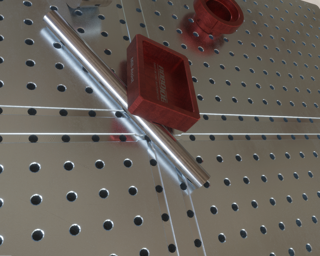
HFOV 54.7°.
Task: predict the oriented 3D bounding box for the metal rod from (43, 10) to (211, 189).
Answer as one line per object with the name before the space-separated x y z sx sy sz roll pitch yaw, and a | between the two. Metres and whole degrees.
metal rod | -0.046 -0.040 0.407 0.300 0.025 0.025 47 51 5

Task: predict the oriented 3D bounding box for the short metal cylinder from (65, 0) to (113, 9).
short metal cylinder | -0.106 -0.216 0.447 0.050 0.080 0.080 -20 73 -36

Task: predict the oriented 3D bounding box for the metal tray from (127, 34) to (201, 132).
metal tray | 0.002 -0.063 0.423 0.091 0.030 0.130 19 45 -27

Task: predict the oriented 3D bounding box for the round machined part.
round machined part | 0.105 -0.213 0.584 0.099 0.042 0.098 14 56 -21
